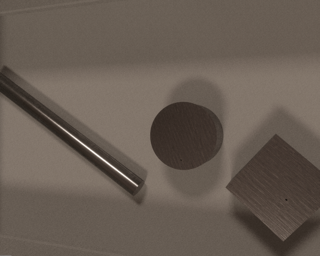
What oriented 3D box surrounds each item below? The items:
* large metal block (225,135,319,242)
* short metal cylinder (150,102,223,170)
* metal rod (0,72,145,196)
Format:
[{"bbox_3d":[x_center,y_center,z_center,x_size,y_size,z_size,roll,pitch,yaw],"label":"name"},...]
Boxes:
[{"bbox_3d":[0.135,0.063,0.350,0.080,0.050,0.080,43,103,14],"label":"large metal block"},{"bbox_3d":[0.035,0.009,0.384,0.080,0.050,0.079,0,90,19],"label":"short metal cylinder"},{"bbox_3d":[-0.148,0.000,0.460,0.300,0.025,0.025,34,101,16],"label":"metal rod"}]
